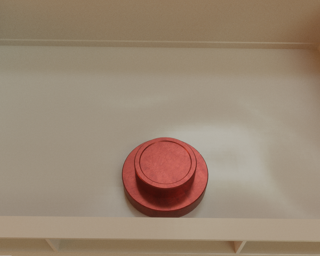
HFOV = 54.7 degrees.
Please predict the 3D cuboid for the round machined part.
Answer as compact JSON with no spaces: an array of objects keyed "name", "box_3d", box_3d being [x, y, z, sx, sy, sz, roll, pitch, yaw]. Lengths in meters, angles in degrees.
[{"name":"round machined part","box_3d":[0.006,0.049,0.353,0.099,0.042,0.098,0,50,0]}]
